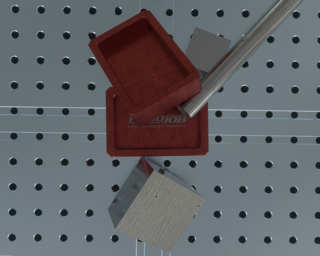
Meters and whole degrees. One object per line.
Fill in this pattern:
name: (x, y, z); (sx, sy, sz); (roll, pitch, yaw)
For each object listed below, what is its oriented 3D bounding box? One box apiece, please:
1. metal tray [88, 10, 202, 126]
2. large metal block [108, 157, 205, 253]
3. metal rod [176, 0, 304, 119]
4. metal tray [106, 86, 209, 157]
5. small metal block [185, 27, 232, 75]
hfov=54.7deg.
metal tray: (-0.021, -0.077, 0.380); (0.090, 0.030, 0.130); (-31, 63, -3)
large metal block: (-0.006, 0.095, 0.388); (0.080, 0.050, 0.080); (33, 90, -23)
metal rod: (0.132, -0.126, 0.397); (0.025, 0.025, 0.300); (44, 82, 0)
metal tray: (-0.003, -0.009, 0.410); (0.131, 0.030, 0.089); (-1, 90, -1)
small metal block: (0.061, -0.099, 0.414); (0.050, 0.025, 0.050); (21, 90, -1)
